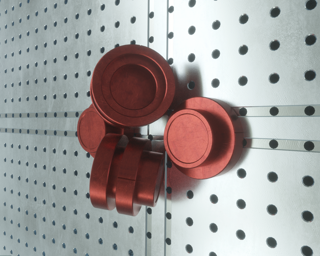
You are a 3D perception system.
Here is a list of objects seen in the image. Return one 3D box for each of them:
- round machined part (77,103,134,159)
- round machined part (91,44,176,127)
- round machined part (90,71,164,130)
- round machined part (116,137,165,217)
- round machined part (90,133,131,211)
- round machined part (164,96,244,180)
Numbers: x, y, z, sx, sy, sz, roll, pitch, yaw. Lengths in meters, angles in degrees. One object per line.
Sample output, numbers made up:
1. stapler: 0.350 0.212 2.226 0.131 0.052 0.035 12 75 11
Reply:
1. round machined part: -0.089 0.003 0.473 0.098 0.042 0.097 0 90 40
2. round machined part: -0.033 -0.049 0.381 0.042 0.099 0.098 157 109 -79
3. round machined part: -0.042 -0.046 0.412 0.042 0.099 0.098 157 109 -79
4. round machined part: -0.021 0.062 0.392 0.042 0.098 0.097 9 97 8
5. round machined part: -0.052 0.057 0.400 0.042 0.098 0.097 8 96 8
6. round machined part: 0.043 0.012 0.364 0.098 0.042 0.097 0 90 40
